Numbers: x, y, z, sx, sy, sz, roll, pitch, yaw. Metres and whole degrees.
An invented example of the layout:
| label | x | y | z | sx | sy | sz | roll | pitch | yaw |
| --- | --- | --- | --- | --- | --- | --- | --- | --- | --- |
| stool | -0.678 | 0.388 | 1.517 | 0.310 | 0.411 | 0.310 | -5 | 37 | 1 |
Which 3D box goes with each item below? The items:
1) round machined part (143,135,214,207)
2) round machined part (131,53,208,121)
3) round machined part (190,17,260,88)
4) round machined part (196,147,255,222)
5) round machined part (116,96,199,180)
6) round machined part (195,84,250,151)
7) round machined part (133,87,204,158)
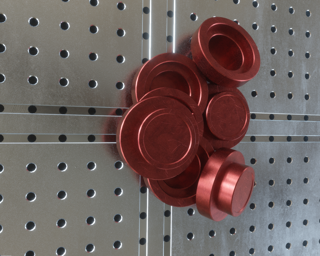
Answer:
| label | x | y | z | sx | sy | sz | roll | pitch | yaw |
| --- | --- | --- | --- | --- | --- | --- | --- | --- | --- |
| round machined part | 0.023 | 0.051 | 0.412 | 0.099 | 0.042 | 0.097 | 0 | 90 | -20 |
| round machined part | 0.010 | -0.046 | 0.407 | 0.099 | 0.042 | 0.097 | 0 | 90 | -20 |
| round machined part | 0.084 | -0.097 | 0.422 | 0.099 | 0.042 | 0.098 | 10 | 65 | -23 |
| round machined part | 0.092 | 0.078 | 0.411 | 0.099 | 0.042 | 0.097 | -24 | 121 | -46 |
| round machined part | 0.002 | 0.012 | 0.359 | 0.099 | 0.042 | 0.097 | 0 | 90 | -20 |
| round machined part | 0.086 | -0.016 | 0.434 | 0.099 | 0.042 | 0.097 | 0 | 90 | -20 |
| round machined part | 0.004 | -0.002 | 0.404 | 0.099 | 0.042 | 0.097 | 0 | 90 | -20 |
